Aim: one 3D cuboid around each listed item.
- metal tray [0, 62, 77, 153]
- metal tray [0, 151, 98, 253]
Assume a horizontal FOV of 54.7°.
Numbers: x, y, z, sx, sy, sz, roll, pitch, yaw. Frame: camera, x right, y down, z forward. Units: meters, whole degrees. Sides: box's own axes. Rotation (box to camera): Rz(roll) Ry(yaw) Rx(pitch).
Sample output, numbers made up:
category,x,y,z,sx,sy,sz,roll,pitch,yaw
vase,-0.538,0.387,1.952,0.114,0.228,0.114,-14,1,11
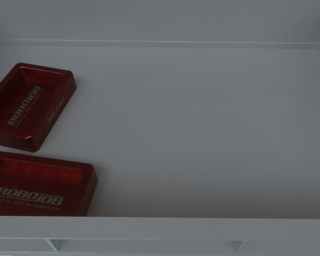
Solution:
category,x,y,z,sx,sy,sz,roll,pitch,yaw
metal tray,-0.184,-0.033,0.427,0.090,0.030,0.130,11,51,8
metal tray,-0.144,0.076,0.336,0.131,0.030,0.090,7,50,5
